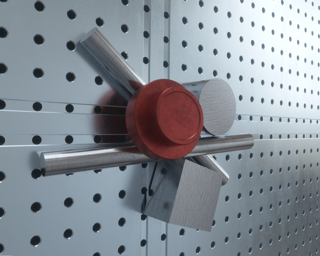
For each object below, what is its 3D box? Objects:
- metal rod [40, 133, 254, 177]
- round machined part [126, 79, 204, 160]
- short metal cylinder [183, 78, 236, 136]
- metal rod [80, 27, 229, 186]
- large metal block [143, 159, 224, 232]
[{"bbox_3d":[0.008,0.028,0.394,0.303,0.025,0.025,-4,93,-33],"label":"metal rod"},{"bbox_3d":[0.013,-0.011,0.367,0.099,0.042,0.097,7,78,-33],"label":"round machined part"},{"bbox_3d":[0.065,-0.029,0.449,0.081,0.050,0.079,0,90,-40],"label":"short metal cylinder"},{"bbox_3d":[0.010,-0.010,0.420,0.300,0.025,0.025,46,62,-31],"label":"metal rod"},{"bbox_3d":[0.034,0.090,0.421,0.080,0.050,0.080,26,74,-38],"label":"large metal block"}]
